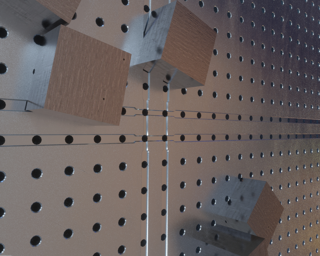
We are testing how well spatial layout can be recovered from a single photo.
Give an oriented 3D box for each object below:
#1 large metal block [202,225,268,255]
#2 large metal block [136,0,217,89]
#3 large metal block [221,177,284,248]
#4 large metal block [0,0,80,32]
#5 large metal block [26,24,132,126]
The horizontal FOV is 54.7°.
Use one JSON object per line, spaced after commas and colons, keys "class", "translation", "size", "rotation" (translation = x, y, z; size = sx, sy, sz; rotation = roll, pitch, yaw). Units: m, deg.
{"class": "large metal block", "translation": [0.120, 0.208, 0.477], "size": [0.050, 0.080, 0.079], "rotation": [-23, 105, -38]}
{"class": "large metal block", "translation": [0.024, -0.107, 0.415], "size": [0.080, 0.050, 0.080], "rotation": [24, 75, -38]}
{"class": "large metal block", "translation": [0.161, 0.144, 0.531], "size": [0.080, 0.050, 0.080], "rotation": [52, 60, -28]}
{"class": "large metal block", "translation": [-0.116, -0.150, 0.296], "size": [0.080, 0.050, 0.080], "rotation": [31, 71, -36]}
{"class": "large metal block", "translation": [-0.083, -0.049, 0.324], "size": [0.081, 0.050, 0.080], "rotation": [15, 81, -39]}
